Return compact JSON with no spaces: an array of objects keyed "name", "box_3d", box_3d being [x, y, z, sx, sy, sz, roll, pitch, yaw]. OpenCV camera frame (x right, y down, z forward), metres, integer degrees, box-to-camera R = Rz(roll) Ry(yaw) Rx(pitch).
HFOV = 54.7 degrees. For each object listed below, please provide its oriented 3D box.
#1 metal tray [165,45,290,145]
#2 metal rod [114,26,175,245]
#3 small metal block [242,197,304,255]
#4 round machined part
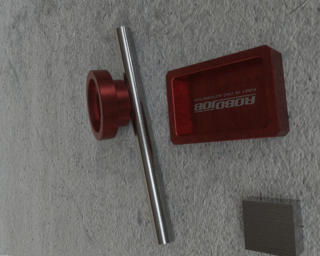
[{"name":"metal tray","box_3d":[0.069,-0.030,0.344,0.130,0.030,0.089,-7,85,39]},{"name":"metal rod","box_3d":[-0.024,0.003,0.424,0.025,0.025,0.299,-20,78,38]},{"name":"small metal block","box_3d":[0.113,0.098,0.312,0.050,0.025,0.050,-5,87,40]},{"name":"round machined part","box_3d":[-0.072,-0.033,0.437,0.098,0.042,0.097,173,90,-67]}]
